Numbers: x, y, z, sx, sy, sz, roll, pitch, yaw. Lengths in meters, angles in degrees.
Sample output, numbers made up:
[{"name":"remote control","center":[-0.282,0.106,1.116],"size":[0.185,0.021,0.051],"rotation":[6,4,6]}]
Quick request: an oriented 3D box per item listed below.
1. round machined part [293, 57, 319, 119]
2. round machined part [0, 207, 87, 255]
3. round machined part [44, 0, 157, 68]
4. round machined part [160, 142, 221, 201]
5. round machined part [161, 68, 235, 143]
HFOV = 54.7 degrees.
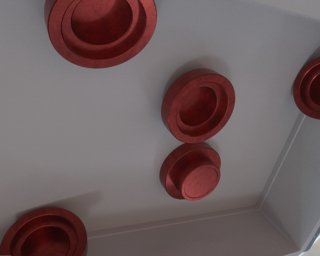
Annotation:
[{"name":"round machined part","center":[0.260,-0.059,0.471],"size":[0.042,0.098,0.097],"rotation":[9,114,-37]},{"name":"round machined part","center":[-0.140,0.151,0.382],"size":[0.099,0.098,0.042],"rotation":[-13,137,-22]},{"name":"round machined part","center":[-0.056,-0.106,0.288],"size":[0.099,0.042,0.098],"rotation":[-17,147,-11]},{"name":"round machined part","center":[0.052,0.072,0.473],"size":[0.099,0.042,0.097],"rotation":[-14,125,-21]},{"name":"round machined part","center":[0.046,-0.032,0.405],"size":[0.099,0.042,0.097],"rotation":[-14,125,-21]}]
